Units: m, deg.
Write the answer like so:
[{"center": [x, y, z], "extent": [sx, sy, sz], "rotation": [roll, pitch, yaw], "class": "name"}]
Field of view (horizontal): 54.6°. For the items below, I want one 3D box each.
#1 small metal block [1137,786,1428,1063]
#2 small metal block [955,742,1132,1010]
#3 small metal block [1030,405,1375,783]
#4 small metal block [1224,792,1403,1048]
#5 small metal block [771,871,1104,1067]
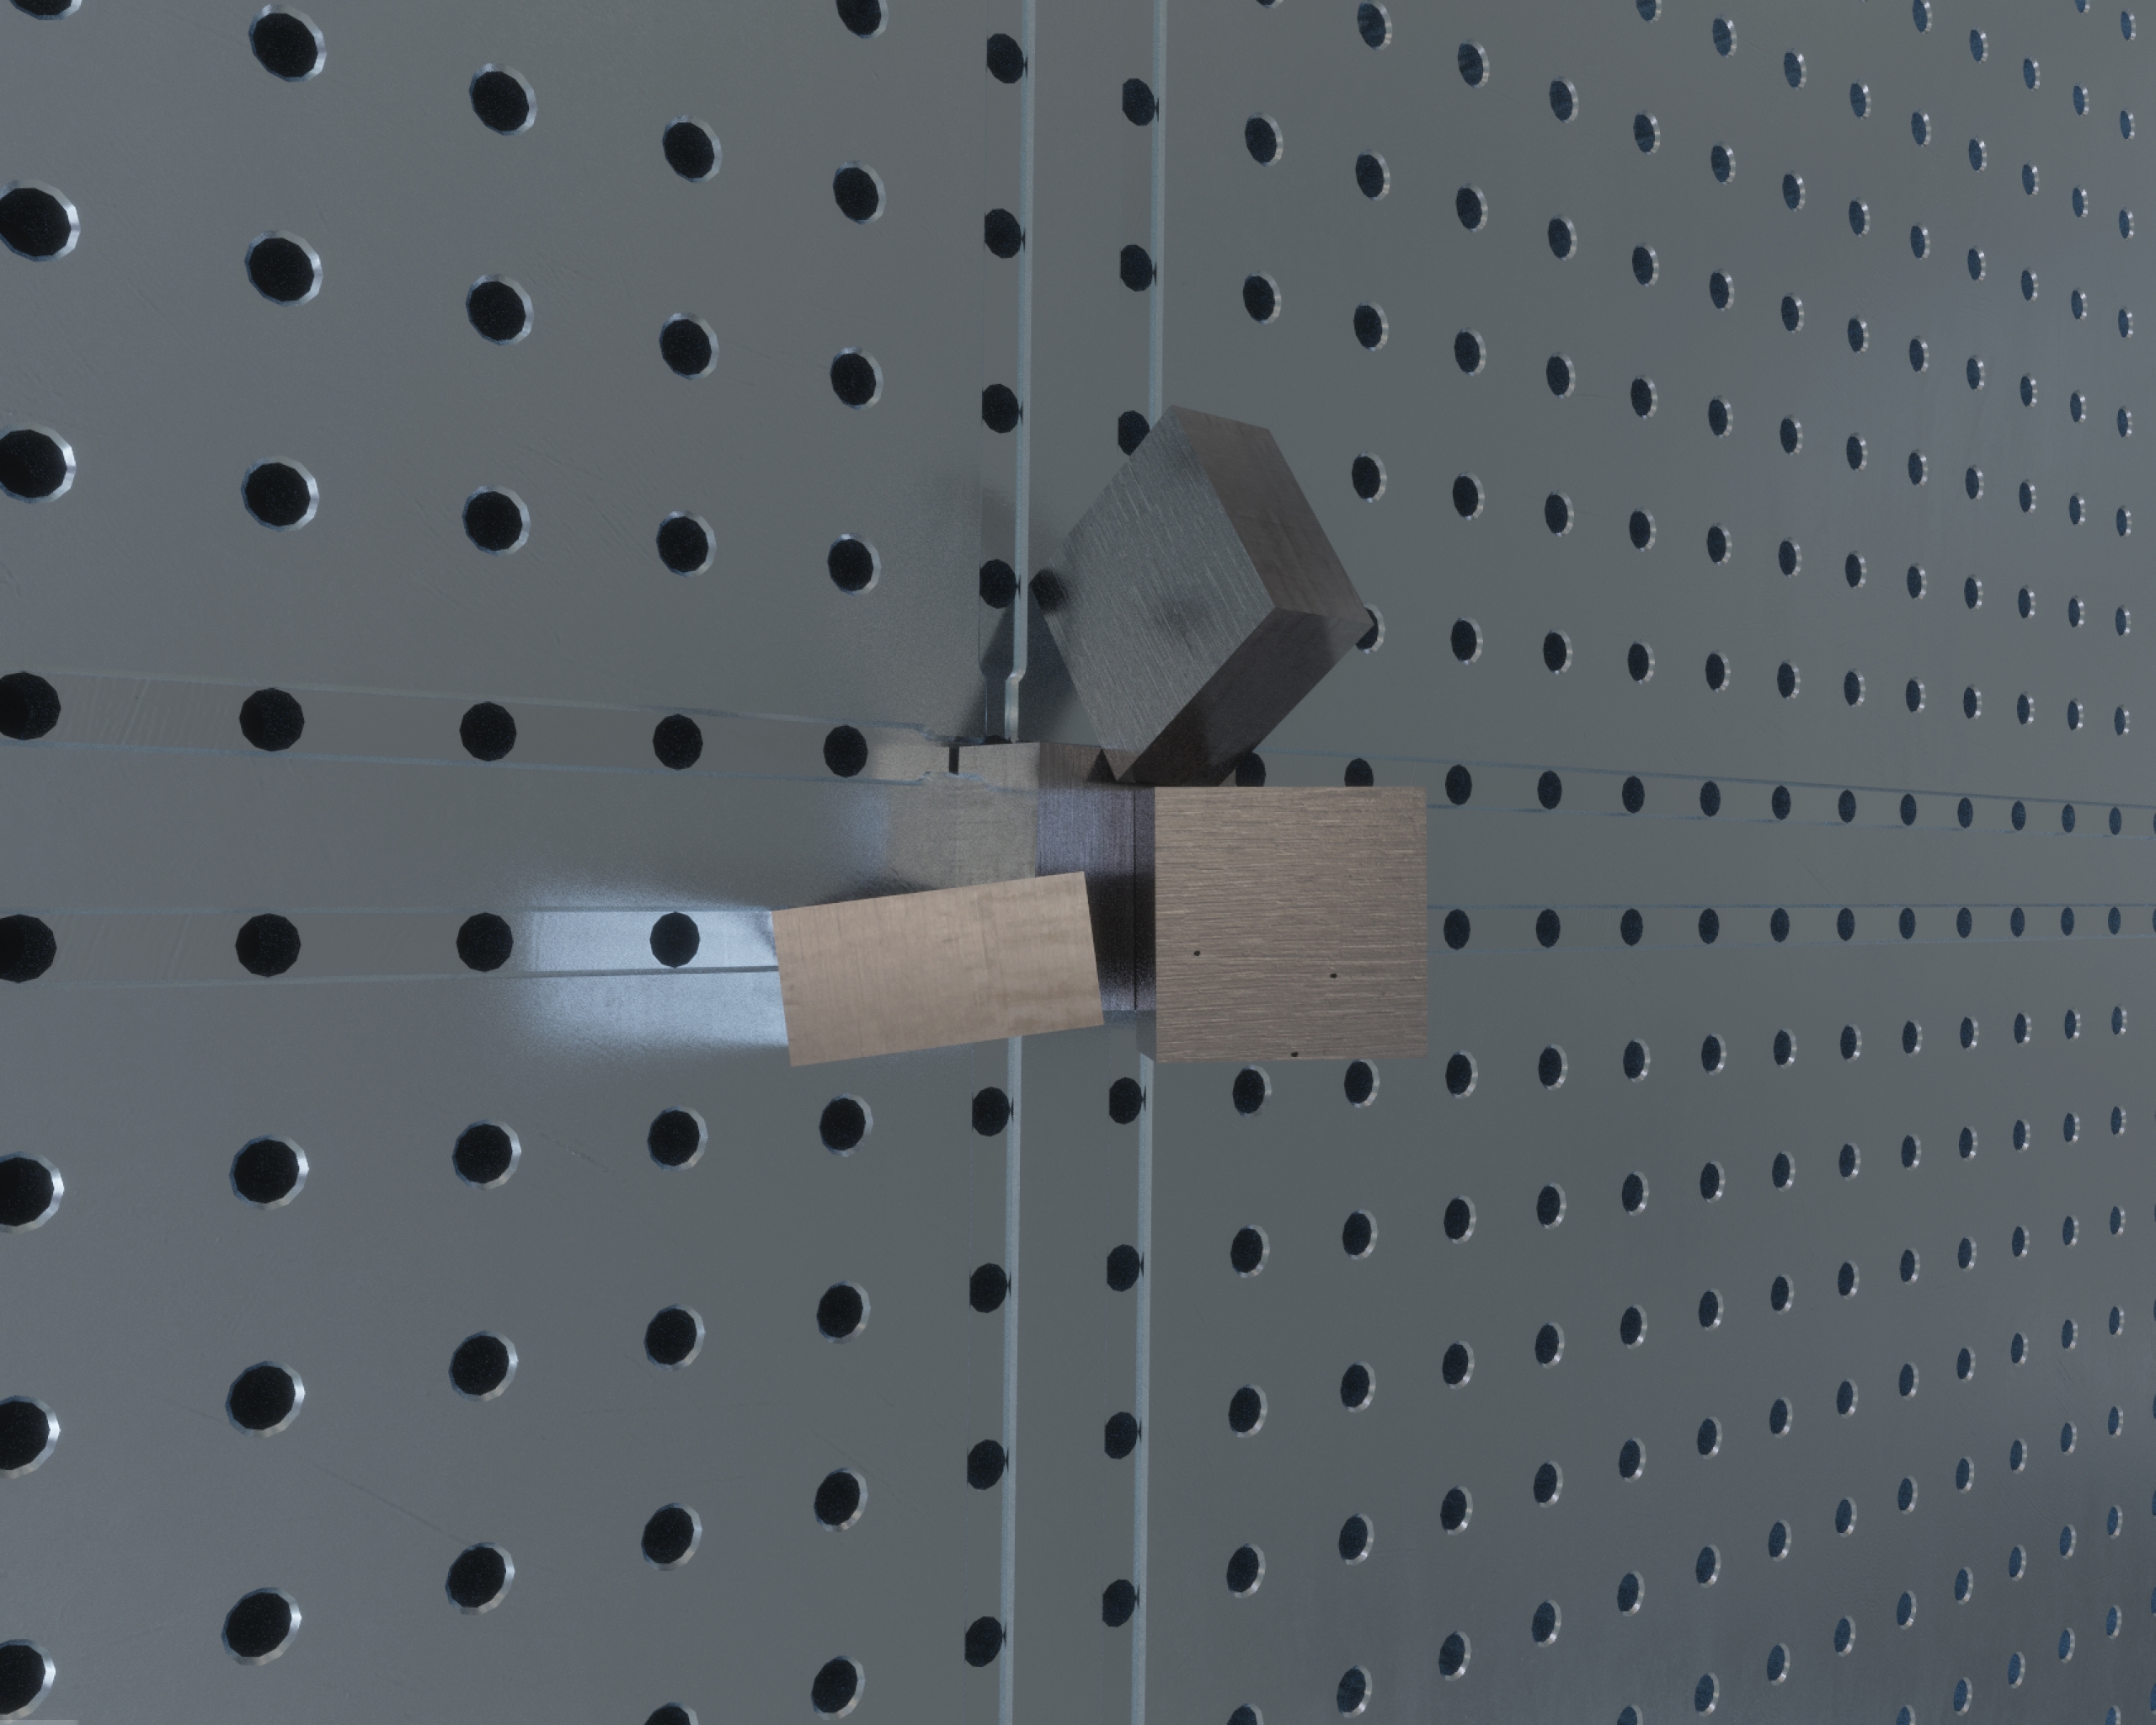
[{"center": [0.038, 0.011, 0.392], "extent": [0.050, 0.025, 0.050], "rotation": [0, 90, -7], "class": "small metal block"}, {"center": [0.004, 0.003, 0.411], "extent": [0.050, 0.025, 0.050], "rotation": [3, 88, -40], "class": "small metal block"}, {"center": [0.022, -0.049, 0.397], "extent": [0.025, 0.050, 0.050], "rotation": [4, 52, -39], "class": "small metal block"}, {"center": [0.050, 0.012, 0.436], "extent": [0.050, 0.025, 0.050], "rotation": [7, 85, -71], "class": "small metal block"}, {"center": [-0.024, 0.017, 0.358], "extent": [0.050, 0.050, 0.025], "rotation": [-7, 89, -5], "class": "small metal block"}]
